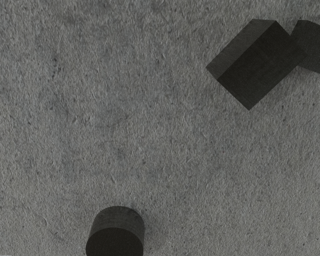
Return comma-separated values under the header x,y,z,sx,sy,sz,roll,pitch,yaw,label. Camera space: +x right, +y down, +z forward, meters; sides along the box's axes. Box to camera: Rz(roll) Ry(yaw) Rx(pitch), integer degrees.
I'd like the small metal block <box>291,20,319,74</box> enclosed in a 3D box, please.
x,y,z,sx,sy,sz,roll,pitch,yaw,label
0.184,-0.098,0.376,0.050,0.025,0.050,18,109,-7,small metal block

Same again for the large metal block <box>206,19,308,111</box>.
x,y,z,sx,sy,sz,roll,pitch,yaw,label
0.104,-0.075,0.354,0.050,0.080,0.080,41,105,-14,large metal block

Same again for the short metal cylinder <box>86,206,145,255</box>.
x,y,z,sx,sy,sz,roll,pitch,yaw,label
-0.064,0.163,0.456,0.081,0.050,0.079,0,110,-1,short metal cylinder
